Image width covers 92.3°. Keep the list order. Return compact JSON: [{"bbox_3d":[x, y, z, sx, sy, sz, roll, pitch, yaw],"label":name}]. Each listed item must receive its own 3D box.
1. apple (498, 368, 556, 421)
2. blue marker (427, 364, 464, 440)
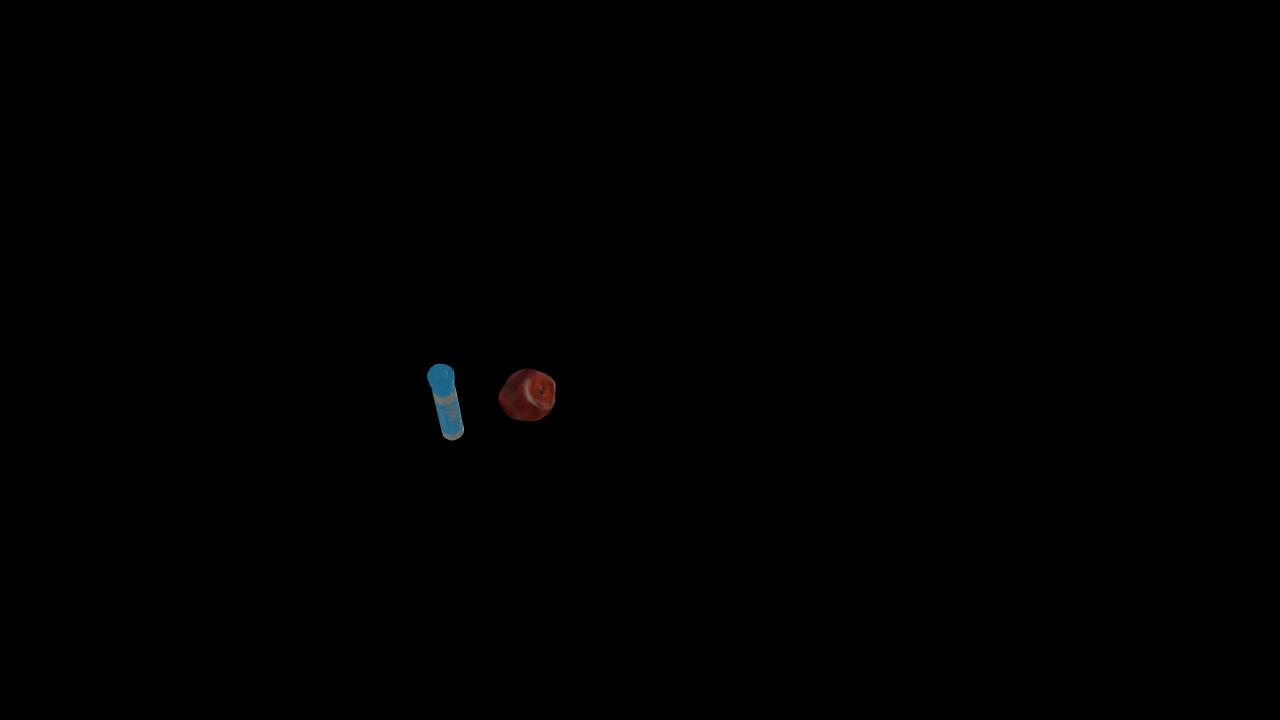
[{"bbox_3d":[-0.168,0.053,0.909,0.079,0.079,0.093,0,-12,-44],"label":"apple"},{"bbox_3d":[-0.152,0.035,0.484,0.020,0.020,0.121,0,-26,-12],"label":"blue marker"}]
